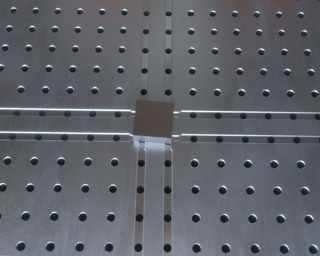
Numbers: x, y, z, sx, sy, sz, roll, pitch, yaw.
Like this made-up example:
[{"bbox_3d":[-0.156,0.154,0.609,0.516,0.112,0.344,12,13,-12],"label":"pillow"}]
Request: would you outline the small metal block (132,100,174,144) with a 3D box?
[{"bbox_3d":[-0.008,-0.008,0.414,0.050,0.025,0.050,5,70,1],"label":"small metal block"}]
